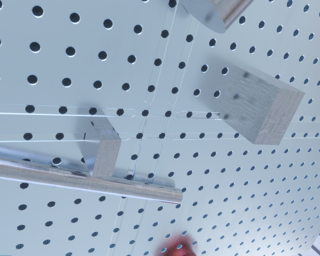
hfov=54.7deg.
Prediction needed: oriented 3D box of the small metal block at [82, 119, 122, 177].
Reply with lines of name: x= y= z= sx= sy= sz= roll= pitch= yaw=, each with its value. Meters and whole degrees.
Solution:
small metal block: x=-0.071 y=0.023 z=0.372 sx=0.025 sy=0.050 sz=0.050 roll=3 pitch=117 yaw=-30

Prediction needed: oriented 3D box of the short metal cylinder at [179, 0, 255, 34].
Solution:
short metal cylinder: x=0.055 y=-0.144 z=0.318 sx=0.050 sy=0.080 sz=0.080 roll=-48 pitch=129 yaw=5

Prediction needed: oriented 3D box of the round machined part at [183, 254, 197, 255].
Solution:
round machined part: x=0.056 y=0.291 z=0.614 sx=0.099 sy=0.042 sz=0.097 roll=-14 pitch=125 yaw=-21

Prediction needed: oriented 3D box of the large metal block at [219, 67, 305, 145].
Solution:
large metal block: x=0.139 y=-0.031 z=0.435 sx=0.050 sy=0.080 sz=0.079 roll=4 pitch=117 yaw=-31

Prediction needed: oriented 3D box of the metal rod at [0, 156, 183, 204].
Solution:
metal rod: x=-0.089 y=0.072 z=0.408 sx=0.302 sy=0.025 sz=0.025 roll=18 pitch=109 yaw=-36
